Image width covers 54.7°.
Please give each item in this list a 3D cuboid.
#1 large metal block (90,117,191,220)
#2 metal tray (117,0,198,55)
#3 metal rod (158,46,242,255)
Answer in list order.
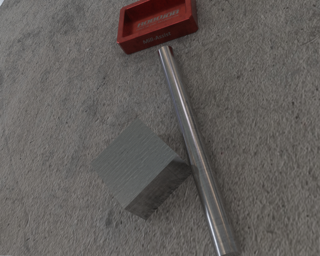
[{"bbox_3d":[-0.022,0.047,0.370,0.080,0.050,0.080,-45,51,-3],"label":"large metal block"},{"bbox_3d":[-0.005,-0.181,0.514,0.130,0.030,0.090,-13,56,21],"label":"metal tray"},{"bbox_3d":[0.037,0.003,0.382,0.025,0.025,0.299,-24,53,14],"label":"metal rod"}]
